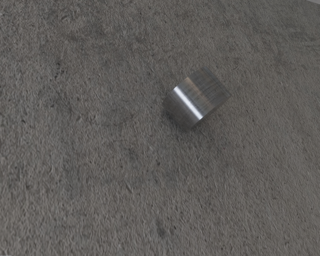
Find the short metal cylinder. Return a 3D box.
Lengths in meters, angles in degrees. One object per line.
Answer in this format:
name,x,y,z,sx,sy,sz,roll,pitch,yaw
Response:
short metal cylinder,0.049,-0.037,0.417,0.080,0.080,0.050,-34,81,-38
